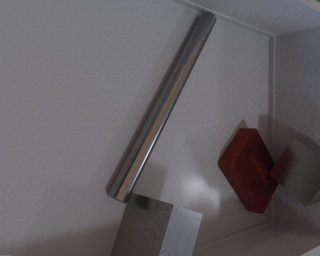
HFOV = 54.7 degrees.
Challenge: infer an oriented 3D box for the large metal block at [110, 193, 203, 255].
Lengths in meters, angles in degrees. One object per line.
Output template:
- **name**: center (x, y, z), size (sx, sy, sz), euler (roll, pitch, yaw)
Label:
- **large metal block**: center (-0.005, 0.128, 0.369), size (0.050, 0.080, 0.080), euler (29, 72, -37)

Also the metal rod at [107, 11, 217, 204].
- **metal rod**: center (0.012, -0.041, 0.418), size (0.025, 0.025, 0.300), euler (40, 65, -33)

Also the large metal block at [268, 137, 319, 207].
- **large metal block**: center (0.247, 0.072, 0.522), size (0.050, 0.080, 0.079), euler (1, 125, -40)

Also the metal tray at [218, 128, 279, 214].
- **metal tray**: center (0.161, 0.075, 0.541), size (0.090, 0.030, 0.130), euler (-51, 120, -28)
